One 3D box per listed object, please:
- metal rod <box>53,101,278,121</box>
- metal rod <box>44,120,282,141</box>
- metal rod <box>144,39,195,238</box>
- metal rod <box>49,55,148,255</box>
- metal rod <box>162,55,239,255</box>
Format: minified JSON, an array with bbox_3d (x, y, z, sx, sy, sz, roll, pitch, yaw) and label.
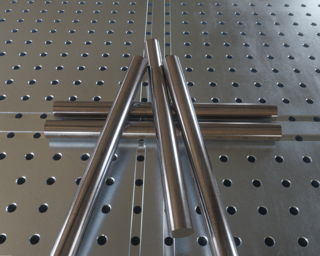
[{"bbox_3d":[0.007,-0.023,0.428,0.302,0.025,0.025,1,50,0],"label":"metal rod"},{"bbox_3d":[0.004,0.003,0.405,0.302,0.025,0.025,1,50,0],"label":"metal rod"},{"bbox_3d":[0.004,-0.015,0.388,0.025,0.025,0.300,-5,50,-4],"label":"metal rod"},{"bbox_3d":[-0.065,0.029,0.359,0.025,0.025,0.300,11,58,9],"label":"metal rod"},{"bbox_3d":[0.043,0.030,0.359,0.025,0.025,0.299,-8,58,-7],"label":"metal rod"}]
